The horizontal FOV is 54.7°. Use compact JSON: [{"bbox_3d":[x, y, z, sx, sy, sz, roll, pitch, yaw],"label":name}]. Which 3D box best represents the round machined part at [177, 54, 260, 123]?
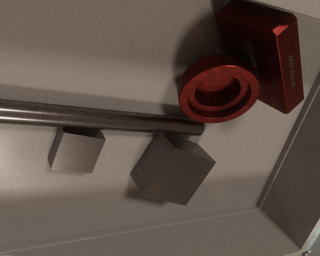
[{"bbox_3d":[0.070,-0.053,0.389,0.099,0.042,0.097,-3,140,-2],"label":"round machined part"}]

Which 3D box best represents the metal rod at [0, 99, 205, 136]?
[{"bbox_3d":[-0.074,-0.011,0.362,0.302,0.025,0.025,4,116,-31],"label":"metal rod"}]

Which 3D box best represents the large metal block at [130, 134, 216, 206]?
[{"bbox_3d":[0.018,0.057,0.440,0.080,0.050,0.080,22,107,-37],"label":"large metal block"}]

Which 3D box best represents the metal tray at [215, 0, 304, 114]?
[{"bbox_3d":[0.122,-0.084,0.373,0.030,0.090,0.130,-41,136,-8],"label":"metal tray"}]

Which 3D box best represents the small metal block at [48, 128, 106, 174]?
[{"bbox_3d":[-0.100,0.025,0.370,0.050,0.025,0.050,12,112,-34],"label":"small metal block"}]
